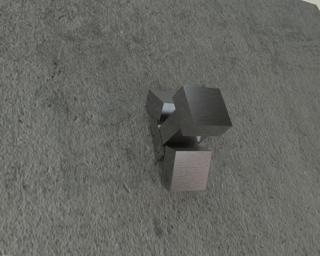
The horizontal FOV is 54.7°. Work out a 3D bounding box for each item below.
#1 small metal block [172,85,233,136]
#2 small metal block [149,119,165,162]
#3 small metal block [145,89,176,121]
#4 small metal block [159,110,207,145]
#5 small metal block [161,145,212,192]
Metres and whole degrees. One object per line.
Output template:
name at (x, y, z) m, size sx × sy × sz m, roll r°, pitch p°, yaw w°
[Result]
small metal block at (0.047, -0.019, 0.347) m, size 0.050 × 0.025 × 0.050 m, roll 1°, pitch 61°, yaw -28°
small metal block at (0.018, 0.017, 0.407) m, size 0.050 × 0.025 × 0.050 m, roll 2°, pitch 61°, yaw -27°
small metal block at (0.015, -0.030, 0.417) m, size 0.050 × 0.025 × 0.050 m, roll 2°, pitch 25°, yaw -27°
small metal block at (0.034, -0.001, 0.377) m, size 0.050 × 0.050 × 0.025 m, roll 2°, pitch 61°, yaw -28°
small metal block at (0.032, 0.049, 0.378) m, size 0.050 × 0.025 × 0.050 m, roll 2°, pitch 101°, yaw -28°
